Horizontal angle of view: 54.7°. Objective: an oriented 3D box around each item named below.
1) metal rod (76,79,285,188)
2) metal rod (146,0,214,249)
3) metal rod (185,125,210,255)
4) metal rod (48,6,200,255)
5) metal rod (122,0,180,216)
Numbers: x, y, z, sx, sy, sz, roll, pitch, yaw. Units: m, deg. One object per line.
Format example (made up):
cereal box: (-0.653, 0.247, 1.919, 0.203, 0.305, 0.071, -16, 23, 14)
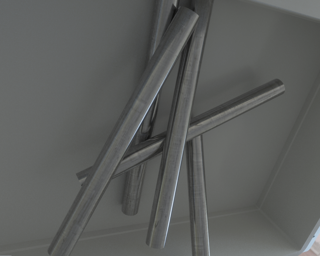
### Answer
metal rod: (0.039, 0.003, 0.402, 0.302, 0.025, 0.025, -25, 128, -16)
metal rod: (0.022, -0.002, 0.365, 0.025, 0.025, 0.298, 6, 98, -32)
metal rod: (0.054, 0.138, 0.427, 0.025, 0.025, 0.298, -2, 88, -28)
metal rod: (-0.041, 0.010, 0.335, 0.025, 0.025, 0.299, 26, 95, -37)
metal rod: (-0.018, -0.009, 0.394, 0.025, 0.025, 0.298, -3, 120, -27)
